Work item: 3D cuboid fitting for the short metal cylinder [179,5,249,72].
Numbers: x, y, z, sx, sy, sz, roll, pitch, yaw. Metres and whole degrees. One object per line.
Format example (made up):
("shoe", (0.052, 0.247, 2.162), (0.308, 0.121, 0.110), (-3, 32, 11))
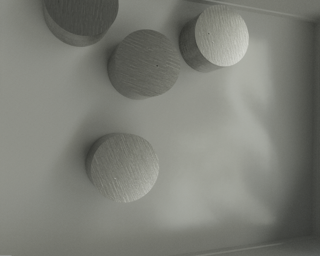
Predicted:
("short metal cylinder", (0.073, -0.120, 0.425), (0.081, 0.050, 0.079), (0, 90, -21))

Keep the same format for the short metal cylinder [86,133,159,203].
("short metal cylinder", (-0.047, 0.046, 0.381), (0.081, 0.050, 0.079), (0, 90, -21))

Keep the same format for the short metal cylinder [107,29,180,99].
("short metal cylinder", (-0.021, -0.077, 0.390), (0.081, 0.050, 0.079), (0, 90, -21))

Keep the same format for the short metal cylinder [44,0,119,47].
("short metal cylinder", (-0.094, -0.141, 0.363), (0.081, 0.050, 0.079), (0, 90, -21))
